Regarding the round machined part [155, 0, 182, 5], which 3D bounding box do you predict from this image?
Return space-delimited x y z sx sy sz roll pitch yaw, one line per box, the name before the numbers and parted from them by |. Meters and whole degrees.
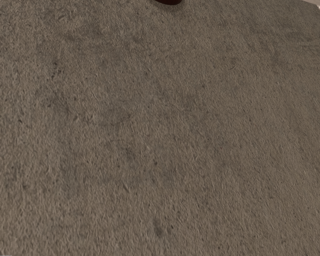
round machined part | 0.009 -0.278 0.569 0.099 0.042 0.098 14 56 -21
